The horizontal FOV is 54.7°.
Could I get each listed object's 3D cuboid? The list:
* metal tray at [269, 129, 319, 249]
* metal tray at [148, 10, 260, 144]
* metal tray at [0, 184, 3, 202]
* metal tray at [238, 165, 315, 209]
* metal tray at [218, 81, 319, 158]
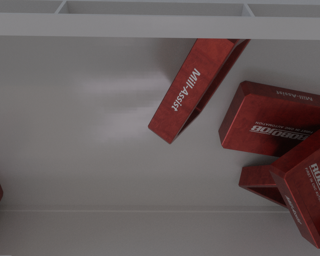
[{"bbox_3d":[0.202,0.076,0.387,0.090,0.030,0.130,-34,111,-6],"label":"metal tray"},{"bbox_3d":[0.044,-0.052,0.320,0.030,0.090,0.129,37,126,9],"label":"metal tray"},{"bbox_3d":[-0.271,0.117,0.437,0.030,0.130,0.089,4,130,-3],"label":"metal tray"},{"bbox_3d":[0.195,0.092,0.456,0.131,0.030,0.090,26,159,-21],"label":"metal tray"},{"bbox_3d":[0.153,-0.006,0.402,0.131,0.030,0.089,9,130,-8],"label":"metal tray"}]
